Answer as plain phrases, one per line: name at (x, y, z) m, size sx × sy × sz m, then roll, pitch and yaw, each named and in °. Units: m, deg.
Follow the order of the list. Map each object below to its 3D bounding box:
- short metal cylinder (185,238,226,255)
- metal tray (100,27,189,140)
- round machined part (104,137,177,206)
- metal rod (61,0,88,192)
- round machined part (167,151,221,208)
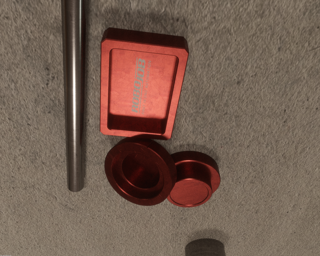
short metal cylinder at (0.092, 0.264, 0.617) m, size 0.081 × 0.050 × 0.079 m, roll 0°, pitch 130°, yaw 0°
metal tray at (-0.023, -0.046, 0.364) m, size 0.091 × 0.030 × 0.129 m, roll 5°, pitch 130°, yaw -5°
round machined part at (-0.023, 0.054, 0.426) m, size 0.098 × 0.042 × 0.097 m, roll 9°, pitch 117°, yaw 19°
metal rod at (-0.106, -0.022, 0.386) m, size 0.025 × 0.025 × 0.298 m, roll 7°, pitch 130°, yaw -7°
round machined part at (0.042, 0.083, 0.468) m, size 0.099 × 0.042 × 0.097 m, roll -1°, pitch 130°, yaw 0°
